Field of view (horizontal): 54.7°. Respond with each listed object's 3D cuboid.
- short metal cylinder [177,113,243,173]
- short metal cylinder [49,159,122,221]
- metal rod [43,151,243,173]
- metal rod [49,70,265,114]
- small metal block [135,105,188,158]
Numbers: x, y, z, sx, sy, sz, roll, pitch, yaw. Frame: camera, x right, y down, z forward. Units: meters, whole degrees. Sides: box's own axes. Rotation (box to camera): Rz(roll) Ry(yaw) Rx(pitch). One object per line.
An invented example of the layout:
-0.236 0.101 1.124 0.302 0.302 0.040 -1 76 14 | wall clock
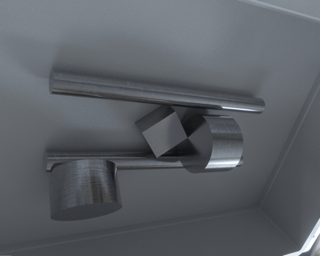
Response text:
0.066 0.021 0.422 0.050 0.080 0.079 2 118 -30 | short metal cylinder
-0.088 0.075 0.367 0.081 0.050 0.080 -10 155 -5 | short metal cylinder
-0.002 0.045 0.435 0.303 0.025 0.025 3 117 -30 | metal rod
0.019 -0.040 0.393 0.303 0.025 0.025 3 117 -30 | metal rod
0.002 0.004 0.412 0.050 0.025 0.050 -33 129 -7 | small metal block
